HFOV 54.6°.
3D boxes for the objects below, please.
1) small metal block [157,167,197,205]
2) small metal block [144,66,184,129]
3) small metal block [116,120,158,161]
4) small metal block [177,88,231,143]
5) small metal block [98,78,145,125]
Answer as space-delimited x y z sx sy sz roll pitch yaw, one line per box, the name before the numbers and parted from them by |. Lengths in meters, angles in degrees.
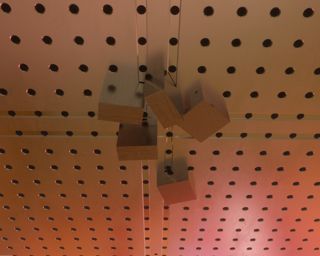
small metal block | 0.027 0.093 0.491 0.050 0.025 0.050 -14 129 11
small metal block | 0.005 -0.036 0.364 0.025 0.050 0.050 -21 127 17
small metal block | -0.028 0.016 0.408 0.050 0.050 0.025 -2 130 1
small metal block | 0.053 -0.015 0.399 0.050 0.025 0.050 35 122 -26
small metal block | -0.044 -0.032 0.368 0.050 0.050 0.025 7 130 -6
